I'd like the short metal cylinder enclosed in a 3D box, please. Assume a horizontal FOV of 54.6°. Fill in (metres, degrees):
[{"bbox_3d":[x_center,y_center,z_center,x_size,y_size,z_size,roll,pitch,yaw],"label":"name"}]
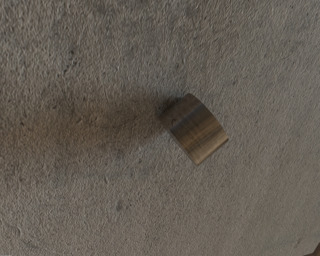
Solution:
[{"bbox_3d":[0.041,0.002,0.394,0.050,0.080,0.080,-39,129,-2],"label":"short metal cylinder"}]
